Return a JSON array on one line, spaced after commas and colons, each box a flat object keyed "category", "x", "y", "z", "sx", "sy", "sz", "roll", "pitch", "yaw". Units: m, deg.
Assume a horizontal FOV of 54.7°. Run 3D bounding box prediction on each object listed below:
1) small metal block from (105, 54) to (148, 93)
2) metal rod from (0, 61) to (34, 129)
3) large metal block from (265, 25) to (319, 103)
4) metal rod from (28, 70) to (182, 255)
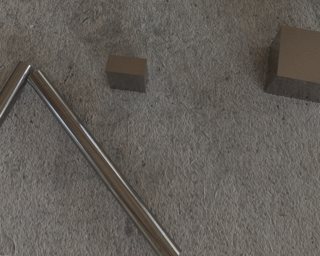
[{"category": "small metal block", "x": -0.044, "y": -0.073, "z": 0.421, "sx": 0.050, "sy": 0.050, "sz": 0.025, "roll": 7, "pitch": 70, "yaw": 2}, {"category": "metal rod", "x": -0.242, "y": 0.044, "z": 0.388, "sx": 0.025, "sy": 0.025, "sz": 0.300, "roll": 19, "pitch": 71, "yaw": 6}, {"category": "large metal block", "x": 0.197, "y": -0.087, "z": 0.429, "sx": 0.080, "sy": 0.050, "sz": 0.080, "roll": 11, "pitch": 70, "yaw": 3}, {"category": "metal rod", "x": -0.079, "y": 0.039, "z": 0.392, "sx": 0.025, "sy": 0.025, "sz": 0.300, "roll": -37, "pitch": 75, "yaw": -13}]
